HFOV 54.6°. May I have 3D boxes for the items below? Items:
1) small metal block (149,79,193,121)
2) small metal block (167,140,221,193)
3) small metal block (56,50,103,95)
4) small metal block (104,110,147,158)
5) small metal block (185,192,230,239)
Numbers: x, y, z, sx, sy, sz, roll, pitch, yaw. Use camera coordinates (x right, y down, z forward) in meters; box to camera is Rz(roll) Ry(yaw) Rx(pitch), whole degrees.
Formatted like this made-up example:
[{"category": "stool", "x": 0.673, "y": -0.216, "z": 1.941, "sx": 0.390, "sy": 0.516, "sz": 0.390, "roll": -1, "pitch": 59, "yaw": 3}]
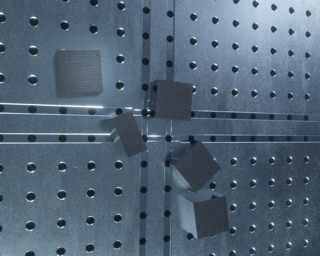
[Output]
[{"category": "small metal block", "x": 0.015, "y": -0.036, "z": 0.418, "sx": 0.050, "sy": 0.025, "sz": 0.050, "roll": 5, "pitch": 89, "yaw": -20}, {"category": "small metal block", "x": 0.047, "y": 0.052, "z": 0.430, "sx": 0.050, "sy": 0.025, "sz": 0.050, "roll": -41, "pitch": 103, "yaw": -15}, {"category": "small metal block", "x": -0.098, "y": -0.067, "z": 0.376, "sx": 0.050, "sy": 0.025, "sz": 0.050, "roll": -5, "pitch": 92, "yaw": -20}, {"category": "small metal block", "x": -0.044, "y": 0.007, "z": 0.383, "sx": 0.025, "sy": 0.050, "sz": 0.050, "roll": -24, "pitch": 98, "yaw": -18}, {"category": "small metal block", "x": 0.067, "y": 0.122, "z": 0.437, "sx": 0.050, "sy": 0.025, "sz": 0.050, "roll": -8, "pitch": 93, "yaw": -20}]
